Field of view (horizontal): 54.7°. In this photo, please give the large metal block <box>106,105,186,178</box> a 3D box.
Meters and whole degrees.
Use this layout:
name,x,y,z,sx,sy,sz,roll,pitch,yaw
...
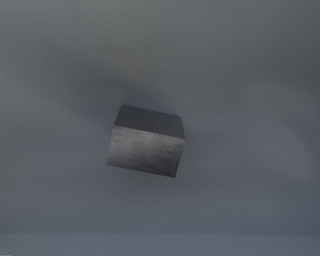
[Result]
name,x,y,z,sx,sy,sz,roll,pitch,yaw
large metal block,-0.017,0.013,0.384,0.081,0.080,0.050,11,110,-5
